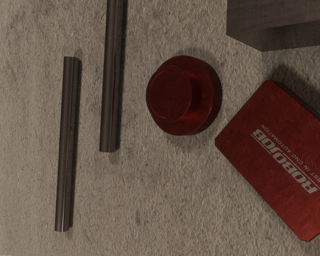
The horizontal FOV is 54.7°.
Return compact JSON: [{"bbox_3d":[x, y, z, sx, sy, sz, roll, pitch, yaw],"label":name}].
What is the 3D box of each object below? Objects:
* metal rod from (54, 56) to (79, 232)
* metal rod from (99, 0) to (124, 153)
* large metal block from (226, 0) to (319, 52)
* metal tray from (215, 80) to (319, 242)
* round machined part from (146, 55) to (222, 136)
[{"bbox_3d":[-0.161,0.029,0.534,0.025,0.025,0.298,7,94,39],"label":"metal rod"},{"bbox_3d":[-0.070,-0.113,0.460,0.025,0.025,0.298,6,94,39],"label":"metal rod"},{"bbox_3d":[0.115,-0.104,0.274,0.080,0.081,0.050,3,92,39],"label":"large metal block"},{"bbox_3d":[0.126,0.027,0.297,0.130,0.030,0.090,51,119,27],"label":"metal tray"},{"bbox_3d":[0.021,-0.039,0.375,0.098,0.042,0.097,0,90,39],"label":"round machined part"}]
